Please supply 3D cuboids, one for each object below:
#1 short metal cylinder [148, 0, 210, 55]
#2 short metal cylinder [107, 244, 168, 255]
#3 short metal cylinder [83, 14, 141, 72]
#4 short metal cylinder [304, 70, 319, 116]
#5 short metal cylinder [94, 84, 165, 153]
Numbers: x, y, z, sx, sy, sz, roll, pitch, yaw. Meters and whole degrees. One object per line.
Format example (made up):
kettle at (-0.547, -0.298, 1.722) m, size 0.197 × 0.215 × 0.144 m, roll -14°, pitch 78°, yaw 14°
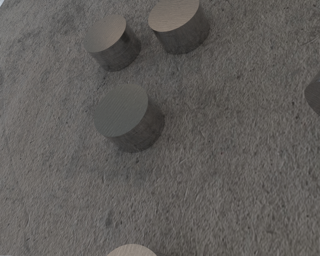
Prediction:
short metal cylinder at (0.029, -0.159, 0.470) m, size 0.080 × 0.050 × 0.080 m, roll -13°, pitch 56°, yaw 21°
short metal cylinder at (-0.019, 0.159, 0.300) m, size 0.080 × 0.050 × 0.080 m, roll -13°, pitch 56°, yaw 21°
short metal cylinder at (-0.079, -0.141, 0.516) m, size 0.080 × 0.050 × 0.080 m, roll -13°, pitch 56°, yaw 21°
short metal cylinder at (0.188, -0.035, 0.291) m, size 0.080 × 0.080 × 0.050 m, roll 34°, pitch 81°, yaw 38°
short metal cylinder at (-0.041, -0.013, 0.417) m, size 0.080 × 0.050 × 0.080 m, roll -13°, pitch 56°, yaw 21°
